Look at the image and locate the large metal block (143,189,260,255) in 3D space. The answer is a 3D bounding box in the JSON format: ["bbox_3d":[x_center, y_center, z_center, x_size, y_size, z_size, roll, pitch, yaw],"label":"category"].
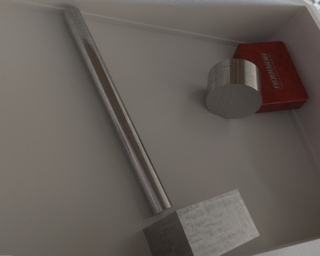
[{"bbox_3d":[0.040,0.110,0.327,0.081,0.080,0.050,-10,67,-33],"label":"large metal block"}]

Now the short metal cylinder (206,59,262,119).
[{"bbox_3d":[0.111,-0.058,0.468,0.080,0.080,0.050,21,54,-16],"label":"short metal cylinder"}]

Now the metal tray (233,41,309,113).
[{"bbox_3d":[0.192,-0.092,0.546,0.091,0.030,0.130,-6,63,-9],"label":"metal tray"}]

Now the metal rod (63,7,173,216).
[{"bbox_3d":[-0.061,-0.034,0.394,0.025,0.025,0.299,-15,70,-34],"label":"metal rod"}]
